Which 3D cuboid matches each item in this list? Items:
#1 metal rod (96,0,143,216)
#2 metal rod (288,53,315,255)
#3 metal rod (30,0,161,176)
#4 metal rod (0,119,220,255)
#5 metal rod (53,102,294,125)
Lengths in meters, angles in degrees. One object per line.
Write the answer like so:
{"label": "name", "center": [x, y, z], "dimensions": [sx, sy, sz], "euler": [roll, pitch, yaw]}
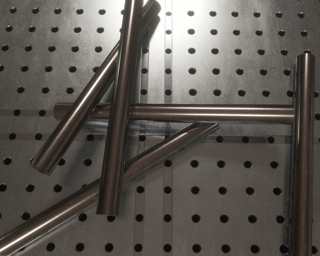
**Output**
{"label": "metal rod", "center": [-0.047, -0.045, 0.387], "dimensions": [0.025, 0.025, 0.299], "euler": [4, 71, 1]}
{"label": "metal rod", "center": [0.185, 0.036, 0.400], "dimensions": [0.025, 0.025, 0.299], "euler": [10, 70, 3]}
{"label": "metal rod", "center": [-0.071, -0.072, 0.412], "dimensions": [0.025, 0.025, 0.300], "euler": [23, 62, 8]}
{"label": "metal rod", "center": [-0.055, 0.065, 0.387], "dimensions": [0.302, 0.025, 0.025], "euler": [-30, 73, -11]}
{"label": "metal rod", "center": [0.011, -0.019, 0.399], "dimensions": [0.302, 0.025, 0.025], "euler": [1, 70, 8]}
